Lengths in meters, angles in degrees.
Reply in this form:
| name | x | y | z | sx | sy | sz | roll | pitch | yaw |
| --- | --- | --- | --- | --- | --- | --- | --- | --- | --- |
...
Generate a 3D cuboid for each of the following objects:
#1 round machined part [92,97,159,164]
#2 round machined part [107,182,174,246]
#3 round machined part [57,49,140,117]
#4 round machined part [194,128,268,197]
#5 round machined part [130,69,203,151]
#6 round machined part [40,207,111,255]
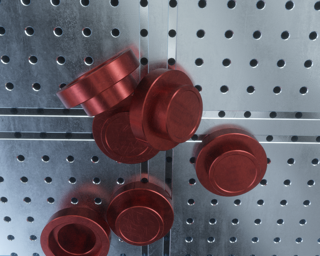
| name | x | y | z | sx | sy | sz | roll | pitch | yaw |
| --- | --- | --- | --- | --- | --- | --- | --- | --- | --- |
| round machined part | -0.040 | 0.004 | 0.405 | 0.099 | 0.042 | 0.097 | 0 | 110 | 0 |
| round machined part | -0.029 | 0.131 | 0.452 | 0.099 | 0.042 | 0.097 | 0 | 110 | 0 |
| round machined part | -0.064 | -0.048 | 0.356 | 0.098 | 0.098 | 0.042 | -28 | 108 | 10 |
| round machined part | 0.098 | 0.053 | 0.424 | 0.099 | 0.042 | 0.097 | 0 | 110 | 0 |
| round machined part | 0.014 | -0.019 | 0.367 | 0.042 | 0.099 | 0.097 | 16 | 117 | 40 |
| round machined part | -0.122 | 0.159 | 0.462 | 0.099 | 0.042 | 0.097 | 0 | 110 | 0 |
